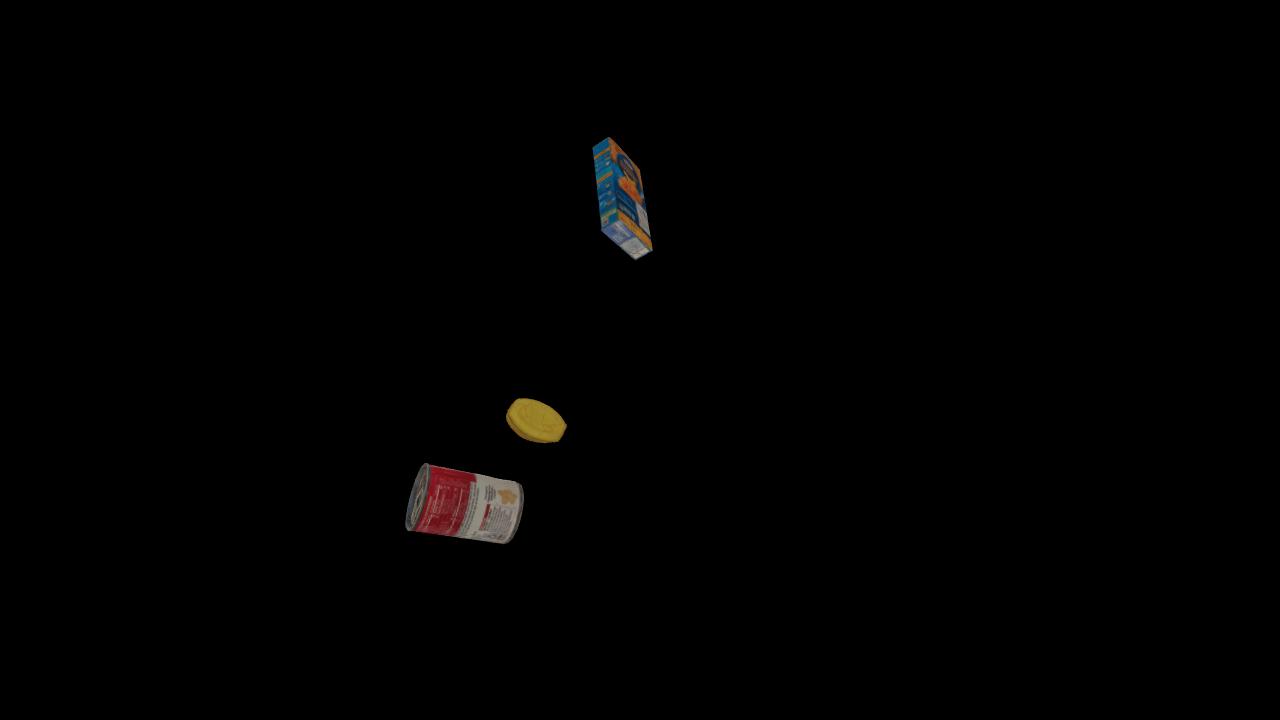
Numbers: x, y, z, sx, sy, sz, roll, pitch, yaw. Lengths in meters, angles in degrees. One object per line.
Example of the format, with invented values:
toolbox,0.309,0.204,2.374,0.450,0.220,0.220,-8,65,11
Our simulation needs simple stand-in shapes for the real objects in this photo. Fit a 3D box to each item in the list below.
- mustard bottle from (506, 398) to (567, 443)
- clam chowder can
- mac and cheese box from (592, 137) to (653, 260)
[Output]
mustard bottle,-0.175,0.104,1.001,0.092,0.054,0.184,24,-15,-10
clam chowder can,-0.180,0.150,0.635,0.102,0.068,0.068,18,-8,-26
mac and cheese box,-0.028,-0.255,0.969,0.041,0.184,0.093,-25,-35,27
